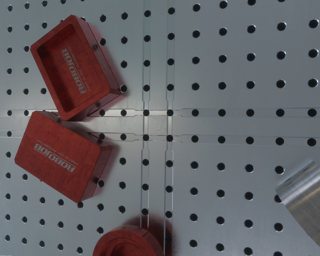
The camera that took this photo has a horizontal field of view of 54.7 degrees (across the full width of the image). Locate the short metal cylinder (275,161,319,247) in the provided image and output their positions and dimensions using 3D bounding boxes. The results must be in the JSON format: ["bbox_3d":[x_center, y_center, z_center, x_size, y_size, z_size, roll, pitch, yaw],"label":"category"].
[{"bbox_3d":[0.169,0.081,0.324,0.050,0.080,0.080,-42,77,15],"label":"short metal cylinder"}]

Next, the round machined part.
[{"bbox_3d":[-0.038,0.179,0.417,0.098,0.042,0.097,0,90,20],"label":"round machined part"}]

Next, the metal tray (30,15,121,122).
[{"bbox_3d":[-0.125,-0.085,0.453,0.090,0.030,0.130,-30,80,17],"label":"metal tray"}]

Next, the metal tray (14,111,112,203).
[{"bbox_3d":[-0.147,0.040,0.462,0.130,0.030,0.090,27,99,18],"label":"metal tray"}]
